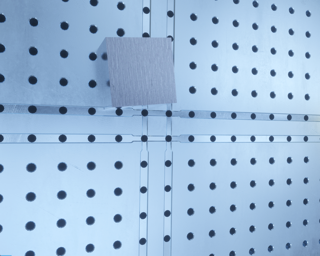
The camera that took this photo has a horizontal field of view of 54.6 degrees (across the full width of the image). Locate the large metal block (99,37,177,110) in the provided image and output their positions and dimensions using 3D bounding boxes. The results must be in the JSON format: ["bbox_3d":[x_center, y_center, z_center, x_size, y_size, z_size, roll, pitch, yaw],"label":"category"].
[{"bbox_3d":[-0.029,-0.067,0.388,0.081,0.050,0.080,-6,92,-20],"label":"large metal block"}]
